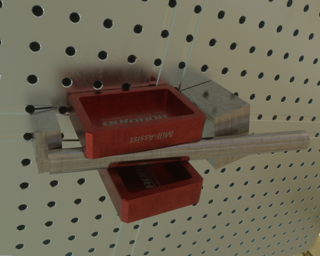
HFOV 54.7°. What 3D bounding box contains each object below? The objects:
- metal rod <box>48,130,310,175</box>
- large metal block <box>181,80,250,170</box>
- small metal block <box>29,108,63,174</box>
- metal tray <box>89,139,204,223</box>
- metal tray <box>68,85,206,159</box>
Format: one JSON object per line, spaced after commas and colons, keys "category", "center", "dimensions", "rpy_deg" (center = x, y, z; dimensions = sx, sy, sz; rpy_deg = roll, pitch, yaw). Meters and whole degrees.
{"category": "metal rod", "center": [0.035, 0.024, 0.349], "dimensions": [0.302, 0.025, 0.025], "rpy_deg": [-4, 121, -16]}
{"category": "large metal block", "center": [0.072, -0.006, 0.412], "dimensions": [0.050, 0.080, 0.079], "rpy_deg": [-21, 127, -17]}
{"category": "small metal block", "center": [-0.124, 0.013, 0.336], "dimensions": [0.025, 0.050, 0.050], "rpy_deg": [-8, 122, -25]}
{"category": "metal tray", "center": [-0.022, 0.043, 0.360], "dimensions": [0.091, 0.130, 0.030], "rpy_deg": [-9, 123, -24]}
{"category": "metal tray", "center": [-0.027, -0.013, 0.347], "dimensions": [0.131, 0.090, 0.030], "rpy_deg": [-9, 123, -24]}
